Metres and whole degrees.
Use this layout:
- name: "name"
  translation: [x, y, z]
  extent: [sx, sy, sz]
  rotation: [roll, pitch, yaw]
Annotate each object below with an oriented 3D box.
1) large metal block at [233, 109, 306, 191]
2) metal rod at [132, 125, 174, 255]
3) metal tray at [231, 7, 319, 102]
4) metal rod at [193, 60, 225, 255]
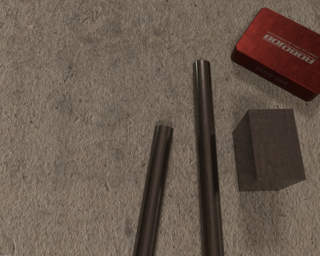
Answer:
- name: "large metal block"
  translation: [0.124, 0.030, 0.370]
  extent: [0.050, 0.080, 0.080]
  rotation: [-1, 70, -1]
- name: "metal rod"
  translation: [-0.018, 0.139, 0.356]
  extent: [0.025, 0.025, 0.299]
  rotation: [9, 70, 3]
- name: "metal tray"
  translation: [0.182, -0.108, 0.447]
  extent: [0.130, 0.030, 0.090]
  rotation: [32, 73, 10]
- name: "metal rod"
  translation: [0.060, 0.050, 0.390]
  extent: [0.025, 0.025, 0.299]
  rotation: [0, 70, -1]
